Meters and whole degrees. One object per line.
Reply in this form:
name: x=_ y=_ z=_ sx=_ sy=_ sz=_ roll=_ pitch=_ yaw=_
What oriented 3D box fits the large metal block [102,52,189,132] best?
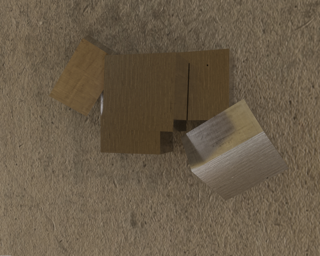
large metal block: x=-0.015 y=-0.038 z=0.346 sx=0.080 sy=0.050 sz=0.079 roll=2 pitch=91 yaw=19

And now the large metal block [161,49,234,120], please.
large metal block: x=0.047 y=-0.049 z=0.380 sx=0.080 sy=0.050 sz=0.079 roll=0 pitch=90 yaw=19

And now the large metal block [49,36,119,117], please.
large metal block: x=-0.095 y=-0.071 z=0.406 sx=0.050 sy=0.080 sz=0.080 roll=31 pitch=102 yaw=-17

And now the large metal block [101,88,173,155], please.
large metal block: x=-0.029 y=-0.009 z=0.404 sx=0.080 sy=0.050 sz=0.079 roll=0 pitch=90 yaw=19

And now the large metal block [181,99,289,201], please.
large metal block: x=0.083 y=0.027 z=0.344 sx=0.080 sy=0.080 sz=0.050 roll=-33 pitch=42 yaw=17
